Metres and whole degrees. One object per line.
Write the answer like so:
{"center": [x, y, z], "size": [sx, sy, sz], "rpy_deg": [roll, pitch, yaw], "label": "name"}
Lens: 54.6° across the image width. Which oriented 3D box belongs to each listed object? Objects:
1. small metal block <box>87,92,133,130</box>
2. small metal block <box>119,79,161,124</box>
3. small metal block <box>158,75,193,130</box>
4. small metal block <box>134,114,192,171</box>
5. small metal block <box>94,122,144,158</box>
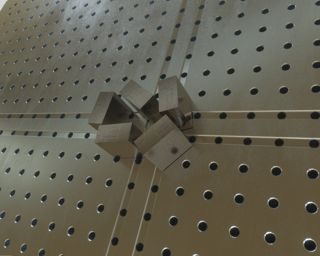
{"center": [-0.069, -0.017, 0.440], "size": [0.025, 0.050, 0.050], "rpy_deg": [3, 64, 30], "label": "small metal block"}
{"center": [-0.021, -0.033, 0.425], "size": [0.025, 0.050, 0.050], "rpy_deg": [-48, 52, -4], "label": "small metal block"}
{"center": [0.020, -0.031, 0.401], "size": [0.025, 0.050, 0.050], "rpy_deg": [-15, 55, 20], "label": "small metal block"}
{"center": [0.005, 0.019, 0.378], "size": [0.050, 0.050, 0.025], "rpy_deg": [-41, 50, 1], "label": "small metal block"}
{"center": [-0.048, 0.018, 0.407], "size": [0.050, 0.050, 0.025], "rpy_deg": [-5, 60, 26], "label": "small metal block"}
